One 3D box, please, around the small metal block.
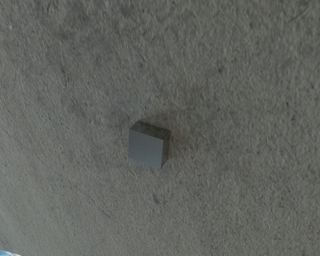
[{"bbox_3d":[-0.015,0.023,0.428,0.050,0.025,0.050,17,125,17],"label":"small metal block"}]
